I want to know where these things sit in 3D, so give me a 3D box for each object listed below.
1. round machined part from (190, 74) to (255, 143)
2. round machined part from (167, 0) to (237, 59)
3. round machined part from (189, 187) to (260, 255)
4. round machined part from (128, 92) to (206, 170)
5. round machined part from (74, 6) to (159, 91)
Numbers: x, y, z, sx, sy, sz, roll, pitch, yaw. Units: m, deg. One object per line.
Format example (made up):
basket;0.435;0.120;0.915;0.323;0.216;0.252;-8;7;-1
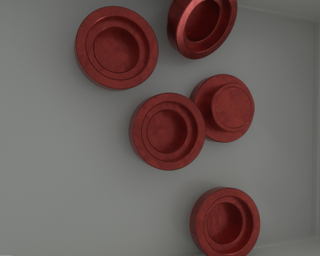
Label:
round machined part;0.093;-0.028;0.437;0.099;0.042;0.097;0;90;-21
round machined part;0.049;-0.143;0.403;0.099;0.042;0.097;-25;142;-22
round machined part;0.086;0.131;0.431;0.099;0.042;0.097;2;84;-19
round machined part;0.006;0.004;0.405;0.099;0.042;0.097;0;90;-21
round machined part;-0.055;-0.094;0.382;0.099;0.042;0.097;0;90;-21
